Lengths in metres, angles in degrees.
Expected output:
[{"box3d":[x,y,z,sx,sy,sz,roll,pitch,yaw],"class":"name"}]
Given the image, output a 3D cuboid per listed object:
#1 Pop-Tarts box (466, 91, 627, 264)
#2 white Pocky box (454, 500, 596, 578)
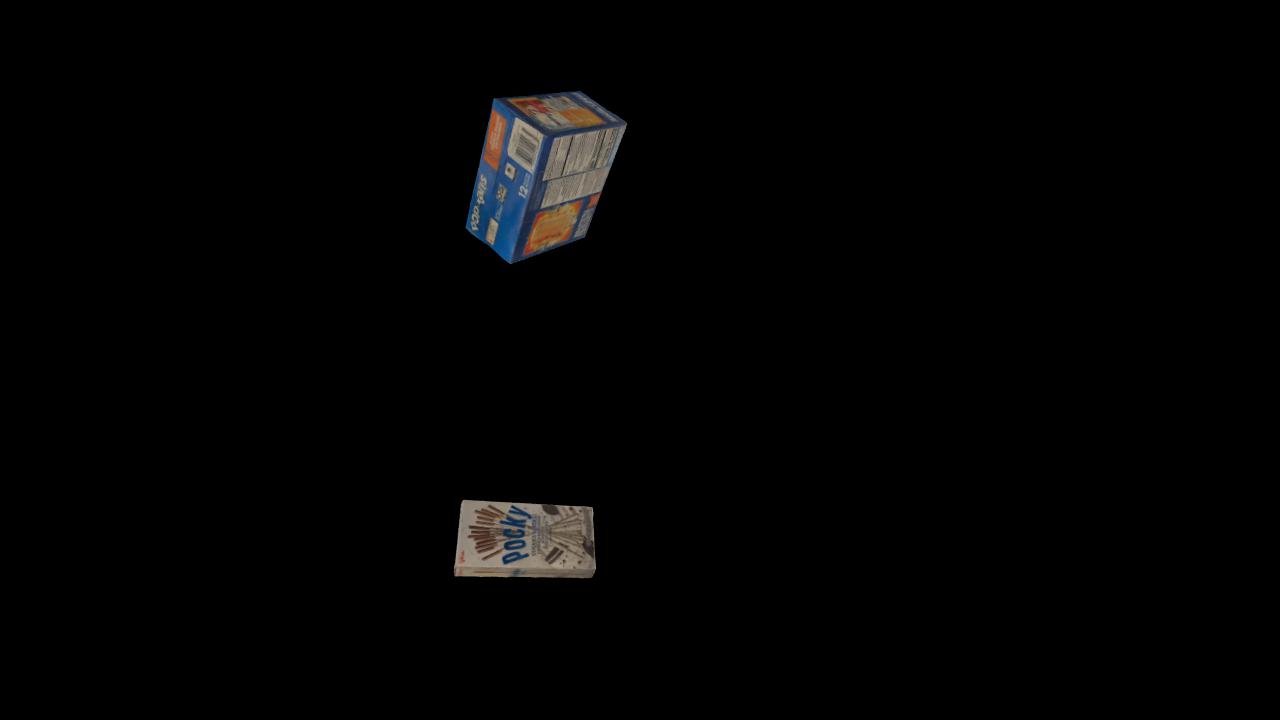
[{"box3d":[-0.112,-0.216,0.724,0.083,0.167,0.141,41,42,15],"class":"Pop-Tarts box"},{"box3d":[-0.129,0.204,0.701,0.154,0.084,0.028,7,-45,-15],"class":"white Pocky box"}]
